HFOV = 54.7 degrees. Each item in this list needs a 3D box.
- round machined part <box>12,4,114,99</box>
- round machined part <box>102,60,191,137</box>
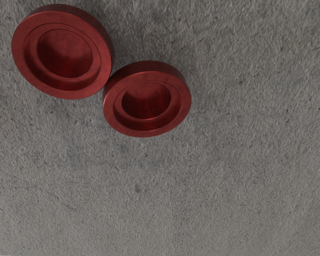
[{"bbox_3d":[-0.097,-0.081,0.326,0.099,0.042,0.097,0,130,0],"label":"round machined part"},{"bbox_3d":[-0.017,-0.037,0.357,0.099,0.042,0.097,-7,137,-6],"label":"round machined part"}]
